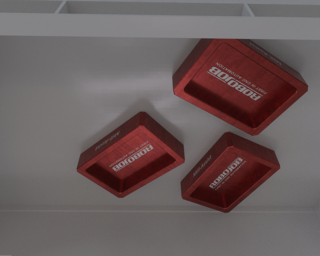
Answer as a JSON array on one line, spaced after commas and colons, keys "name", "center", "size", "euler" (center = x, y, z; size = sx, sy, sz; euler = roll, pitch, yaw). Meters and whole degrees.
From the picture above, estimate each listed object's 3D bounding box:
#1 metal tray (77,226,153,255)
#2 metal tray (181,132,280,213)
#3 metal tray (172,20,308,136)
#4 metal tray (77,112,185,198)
[{"name": "metal tray", "center": [-0.090, 0.242, 0.612], "size": [0.131, 0.030, 0.089], "euler": [16, 128, -14]}, {"name": "metal tray", "center": [0.101, 0.072, 0.467], "size": [0.091, 0.030, 0.129], "euler": [22, 127, -18]}, {"name": "metal tray", "center": [0.091, -0.052, 0.362], "size": [0.131, 0.030, 0.090], "euler": [26, 126, -21]}, {"name": "metal tray", "center": [-0.042, 0.043, 0.441], "size": [0.130, 0.030, 0.090], "euler": [-34, 123, 25]}]
